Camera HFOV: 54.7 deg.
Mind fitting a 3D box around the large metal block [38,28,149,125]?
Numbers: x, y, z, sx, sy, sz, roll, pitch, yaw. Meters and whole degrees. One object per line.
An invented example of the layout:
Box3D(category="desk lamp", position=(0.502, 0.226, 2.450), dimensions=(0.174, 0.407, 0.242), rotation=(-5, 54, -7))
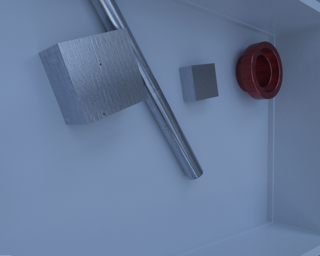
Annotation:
Box3D(category="large metal block", position=(-0.069, -0.055, 0.334), dimensions=(0.081, 0.050, 0.080), rotation=(-28, 108, -37))

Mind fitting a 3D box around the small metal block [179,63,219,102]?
Box3D(category="small metal block", position=(0.058, -0.067, 0.457), dimensions=(0.050, 0.025, 0.050), rotation=(-15, 100, -39))

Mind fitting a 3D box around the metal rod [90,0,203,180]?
Box3D(category="metal rod", position=(-0.015, -0.054, 0.395), dimensions=(0.025, 0.025, 0.299), rotation=(-43, 116, -32))

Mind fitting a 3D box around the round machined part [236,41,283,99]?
Box3D(category="round machined part", position=(0.170, -0.098, 0.541), dimensions=(0.099, 0.042, 0.097), rotation=(0, 90, -40))
